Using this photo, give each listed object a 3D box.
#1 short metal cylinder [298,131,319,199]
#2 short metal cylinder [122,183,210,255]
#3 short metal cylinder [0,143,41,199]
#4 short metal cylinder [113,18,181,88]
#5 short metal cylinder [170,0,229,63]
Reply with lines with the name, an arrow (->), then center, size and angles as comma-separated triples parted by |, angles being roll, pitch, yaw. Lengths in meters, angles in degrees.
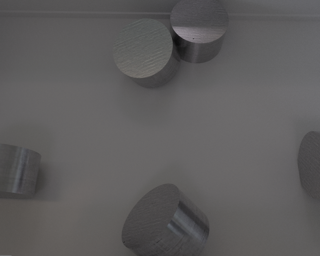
short metal cylinder -> 0.206, 0.043, 0.366 | 0.050, 0.080, 0.080 | 0, 70, 0
short metal cylinder -> 0.006, 0.107, 0.334 | 0.050, 0.080, 0.080 | 47, 74, -19
short metal cylinder -> -0.185, 0.052, 0.360 | 0.080, 0.080, 0.050 | 2, 70, 1
short metal cylinder -> -0.017, -0.099, 0.420 | 0.080, 0.050, 0.080 | -2, 82, 14
short metal cylinder -> 0.054, -0.141, 0.448 | 0.081, 0.050, 0.080 | 0, 70, 0
